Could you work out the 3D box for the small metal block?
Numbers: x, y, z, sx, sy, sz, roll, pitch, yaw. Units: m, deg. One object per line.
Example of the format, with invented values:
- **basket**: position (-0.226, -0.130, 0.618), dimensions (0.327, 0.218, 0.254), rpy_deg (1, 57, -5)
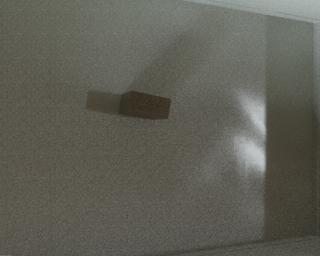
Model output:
- **small metal block**: position (-0.020, -0.027, 0.391), dimensions (0.050, 0.050, 0.025), rpy_deg (10, 87, -20)
